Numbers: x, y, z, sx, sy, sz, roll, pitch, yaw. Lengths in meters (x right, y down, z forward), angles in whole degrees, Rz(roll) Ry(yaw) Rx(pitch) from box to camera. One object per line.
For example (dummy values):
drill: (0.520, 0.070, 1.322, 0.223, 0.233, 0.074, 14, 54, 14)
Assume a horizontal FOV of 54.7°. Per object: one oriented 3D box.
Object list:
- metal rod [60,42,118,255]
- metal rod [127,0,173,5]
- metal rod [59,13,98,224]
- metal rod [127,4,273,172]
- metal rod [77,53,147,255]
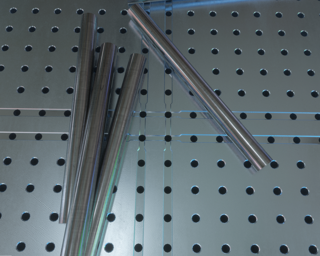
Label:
metal rod: (-0.085, 0.017, 0.389, 0.025, 0.025, 0.299, 4, 64, 1)
metal rod: (0.098, -0.226, 0.495, 0.302, 0.025, 0.025, -7, 70, -3)
metal rod: (-0.107, -0.027, 0.420, 0.025, 0.025, 0.299, 0, 70, 0)
metal rod: (0.047, -0.066, 0.436, 0.025, 0.025, 0.299, -34, 74, -12)
metal rod: (-0.062, 0.037, 0.397, 0.025, 0.025, 0.299, 11, 70, 4)
